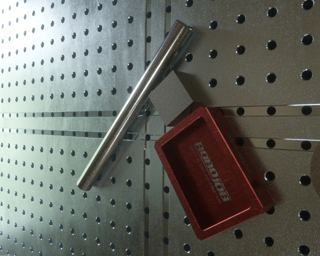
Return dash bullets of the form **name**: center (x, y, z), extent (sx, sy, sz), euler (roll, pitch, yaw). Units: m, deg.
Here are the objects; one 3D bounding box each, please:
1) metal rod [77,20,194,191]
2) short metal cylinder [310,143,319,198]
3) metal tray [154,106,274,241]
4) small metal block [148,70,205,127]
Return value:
- **metal rod**: center (-0.047, -0.016, 0.445), extent (0.025, 0.025, 0.298), euler (50, 119, 28)
- **short metal cylinder**: center (0.172, 0.034, 0.251), extent (0.080, 0.050, 0.079), euler (0, 90, 39)
- **metal tray**: center (0.056, 0.051, 0.358), extent (0.090, 0.030, 0.130), euler (-39, 66, 32)
- **small metal block**: center (0.020, -0.036, 0.391), extent (0.050, 0.025, 0.050), euler (-43, 64, 31)
